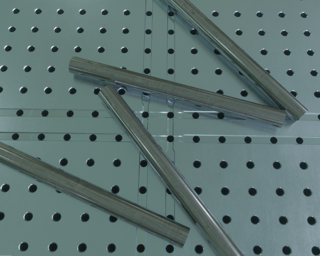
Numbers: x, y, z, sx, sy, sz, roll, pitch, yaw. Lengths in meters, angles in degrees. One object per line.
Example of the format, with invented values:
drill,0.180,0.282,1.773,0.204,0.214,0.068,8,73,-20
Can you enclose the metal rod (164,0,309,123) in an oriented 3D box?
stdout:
metal rod,0.094,-0.123,0.457,0.025,0.025,0.300,-39,75,-13

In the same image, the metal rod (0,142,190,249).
metal rod,-0.107,0.072,0.384,0.301,0.025,0.025,23,72,8

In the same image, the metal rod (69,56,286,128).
metal rod,0.020,-0.051,0.430,0.301,0.025,0.025,15,71,5

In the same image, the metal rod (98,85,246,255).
metal rod,0.015,0.062,0.389,0.025,0.025,0.300,-35,74,-12
